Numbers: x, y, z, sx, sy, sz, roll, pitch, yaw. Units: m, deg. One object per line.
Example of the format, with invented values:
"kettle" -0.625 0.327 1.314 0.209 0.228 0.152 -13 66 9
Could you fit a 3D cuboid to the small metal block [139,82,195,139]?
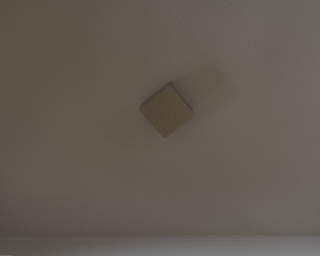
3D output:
"small metal block" 0.009 -0.023 0.403 0.050 0.025 0.050 -37 106 12
